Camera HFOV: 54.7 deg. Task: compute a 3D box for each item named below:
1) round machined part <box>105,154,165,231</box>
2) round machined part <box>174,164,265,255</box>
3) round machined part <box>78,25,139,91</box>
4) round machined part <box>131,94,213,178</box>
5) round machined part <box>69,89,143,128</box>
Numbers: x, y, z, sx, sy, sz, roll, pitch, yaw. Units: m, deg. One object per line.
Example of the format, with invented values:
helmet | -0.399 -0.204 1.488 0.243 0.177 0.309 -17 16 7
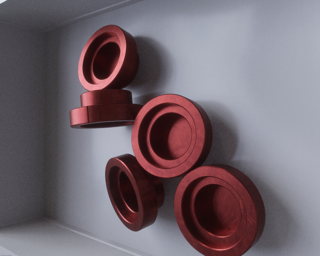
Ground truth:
round machined part | -0.030 0.080 0.405 0.098 0.042 0.097 28 125 48
round machined part | 0.067 0.088 0.338 0.098 0.042 0.097 2 92 38
round machined part | -0.069 -0.092 0.442 0.098 0.042 0.098 -11 71 36
round machined part | 0.017 0.011 0.372 0.098 0.042 0.097 -4 82 30
round machined part | -0.070 -0.025 0.415 0.098 0.099 0.042 -8 85 39
